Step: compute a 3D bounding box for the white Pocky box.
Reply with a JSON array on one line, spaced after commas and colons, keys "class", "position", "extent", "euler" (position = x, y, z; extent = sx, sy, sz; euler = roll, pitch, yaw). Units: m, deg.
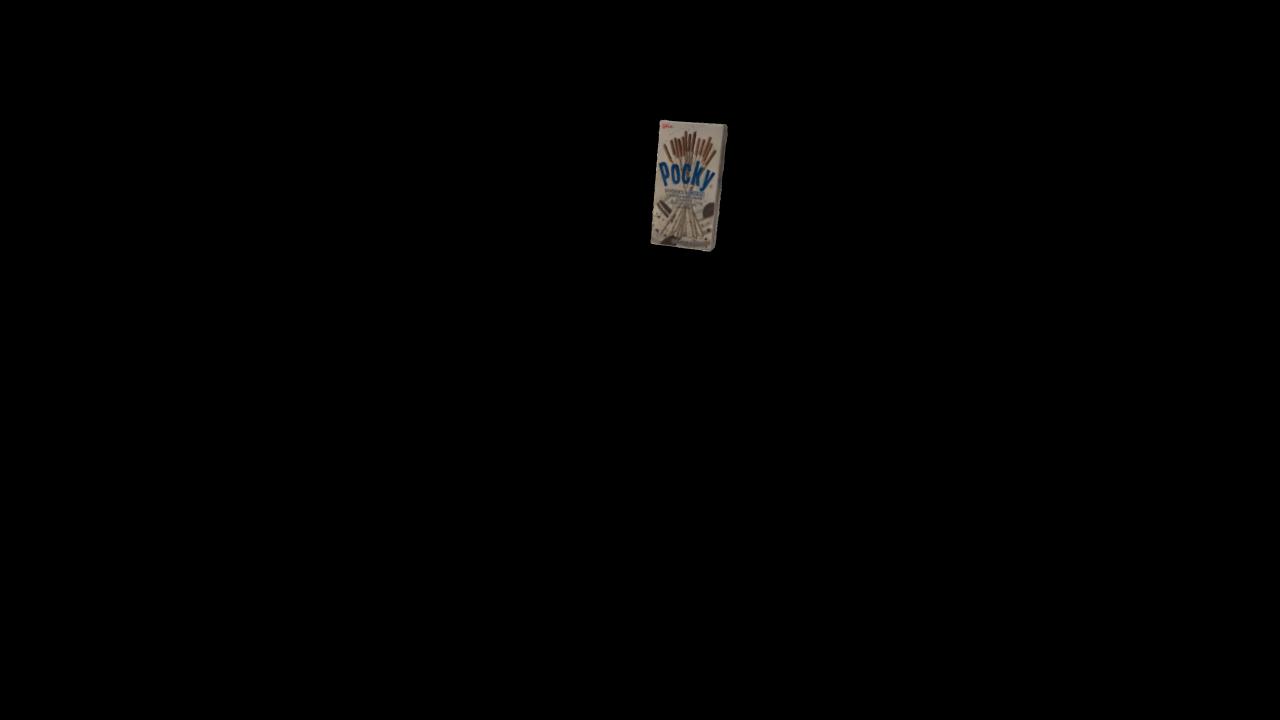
[{"class": "white Pocky box", "position": [0.061, -0.220, 0.780], "extent": [0.084, 0.154, 0.028], "euler": [10, 22, 16]}]
